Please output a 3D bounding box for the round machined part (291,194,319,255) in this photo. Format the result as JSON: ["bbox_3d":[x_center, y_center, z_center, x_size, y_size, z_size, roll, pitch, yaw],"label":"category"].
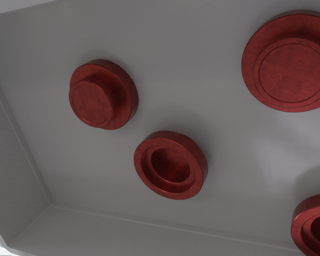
[{"bbox_3d":[0.206,0.113,0.359,0.098,0.042,0.097,13,124,21],"label":"round machined part"}]

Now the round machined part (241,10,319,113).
[{"bbox_3d":[0.127,-0.058,0.295,0.098,0.042,0.097,13,124,21],"label":"round machined part"}]

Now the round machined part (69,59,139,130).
[{"bbox_3d":[-0.082,-0.039,0.417,0.098,0.042,0.097,13,124,21],"label":"round machined part"}]

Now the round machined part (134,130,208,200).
[{"bbox_3d":[0.018,0.045,0.416,0.098,0.042,0.097,13,124,21],"label":"round machined part"}]
